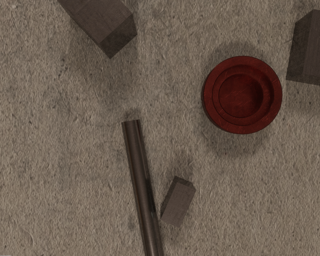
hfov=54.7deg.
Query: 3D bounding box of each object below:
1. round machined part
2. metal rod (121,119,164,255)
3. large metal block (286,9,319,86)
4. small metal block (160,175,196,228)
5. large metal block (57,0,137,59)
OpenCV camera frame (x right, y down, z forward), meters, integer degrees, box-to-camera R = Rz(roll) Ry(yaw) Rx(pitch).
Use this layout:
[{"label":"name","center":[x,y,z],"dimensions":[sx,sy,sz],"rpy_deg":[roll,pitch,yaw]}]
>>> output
[{"label":"round machined part","center":[0.102,-0.041,0.403],"dimensions":[0.099,0.042,0.097],"rpy_deg":[0,90,-1]},{"label":"metal rod","center":[-0.013,0.137,0.409],"dimensions":[0.025,0.025,0.298],"rpy_deg":[-10,90,0]},{"label":"large metal block","center":[0.219,-0.098,0.400],"dimensions":[0.080,0.050,0.080],"rpy_deg":[10,90,-1]},{"label":"small metal block","center":[0.022,0.093,0.398],"dimensions":[0.025,0.050,0.050],"rpy_deg":[24,90,0]},{"label":"large metal block","center":[-0.077,-0.139,0.381],"dimensions":[0.050,0.080,0.080],"rpy_deg":[-43,91,0]}]
